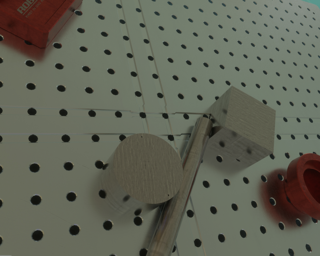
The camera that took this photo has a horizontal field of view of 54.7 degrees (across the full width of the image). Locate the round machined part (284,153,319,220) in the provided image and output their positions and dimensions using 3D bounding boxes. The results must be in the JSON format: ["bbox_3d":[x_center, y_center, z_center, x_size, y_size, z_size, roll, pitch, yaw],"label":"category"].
[{"bbox_3d":[0.228,0.090,0.465,0.099,0.042,0.098,14,56,-21],"label":"round machined part"}]

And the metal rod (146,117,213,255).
[{"bbox_3d":[0.014,0.100,0.354,0.025,0.025,0.301,32,52,-8],"label":"metal rod"}]

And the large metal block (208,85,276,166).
[{"bbox_3d":[0.120,-0.003,0.459,0.080,0.050,0.080,27,52,-11],"label":"large metal block"}]

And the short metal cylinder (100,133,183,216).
[{"bbox_3d":[-0.021,0.053,0.348,0.081,0.050,0.080,13,57,-21],"label":"short metal cylinder"}]

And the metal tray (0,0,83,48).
[{"bbox_3d":[-0.168,-0.178,0.422,0.090,0.030,0.130,27,52,-11],"label":"metal tray"}]
